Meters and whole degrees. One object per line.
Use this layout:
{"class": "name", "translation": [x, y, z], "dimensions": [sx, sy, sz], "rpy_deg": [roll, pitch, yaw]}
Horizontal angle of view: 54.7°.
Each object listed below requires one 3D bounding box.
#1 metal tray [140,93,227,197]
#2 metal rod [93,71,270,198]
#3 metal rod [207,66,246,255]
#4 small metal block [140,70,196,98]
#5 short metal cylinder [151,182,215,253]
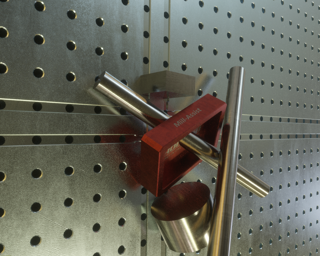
{"class": "metal tray", "translation": [0.032, 0.020, 0.406], "dimensions": [0.131, 0.030, 0.089], "rpy_deg": [-33, 143, -35]}
{"class": "metal rod", "translation": [0.045, 0.021, 0.416], "dimensions": [0.301, 0.025, 0.025], "rpy_deg": [33, 69, -25]}
{"class": "metal rod", "translation": [0.092, 0.036, 0.413], "dimensions": [0.025, 0.025, 0.300], "rpy_deg": [37, 52, -34]}
{"class": "small metal block", "translation": [0.010, -0.055, 0.403], "dimensions": [0.050, 0.050, 0.025], "rpy_deg": [4, 88, -40]}
{"class": "short metal cylinder", "translation": [0.035, 0.114, 0.405], "dimensions": [0.081, 0.080, 0.050], "rpy_deg": [-35, 112, -35]}
